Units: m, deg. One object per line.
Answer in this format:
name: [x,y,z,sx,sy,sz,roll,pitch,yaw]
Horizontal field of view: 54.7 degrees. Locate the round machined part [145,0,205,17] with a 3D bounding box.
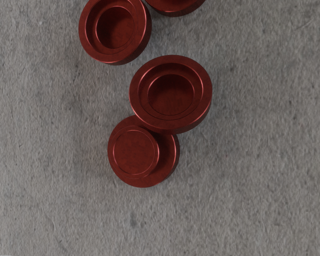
round machined part: [0.017,-0.197,0.393,0.098,0.042,0.097,0,90,19]

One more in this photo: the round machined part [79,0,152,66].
round machined part: [-0.056,-0.133,0.419,0.098,0.042,0.097,0,90,19]

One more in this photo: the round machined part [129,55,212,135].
round machined part: [0.014,-0.037,0.382,0.099,0.042,0.098,-2,70,6]

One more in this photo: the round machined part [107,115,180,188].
round machined part: [-0.027,0.031,0.408,0.098,0.042,0.097,0,90,19]
